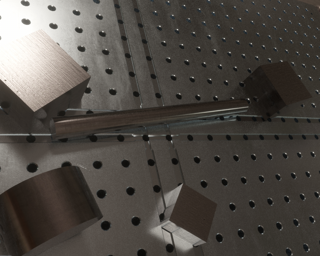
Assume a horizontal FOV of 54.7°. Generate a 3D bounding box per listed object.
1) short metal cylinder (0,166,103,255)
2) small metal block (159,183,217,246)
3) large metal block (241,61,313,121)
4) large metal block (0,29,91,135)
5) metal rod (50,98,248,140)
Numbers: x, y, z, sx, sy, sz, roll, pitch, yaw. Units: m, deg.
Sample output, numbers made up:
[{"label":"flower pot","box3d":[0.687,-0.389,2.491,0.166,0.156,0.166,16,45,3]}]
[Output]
[{"label":"short metal cylinder","box3d":[-0.098,0.075,0.275,0.081,0.080,0.050,-19,73,-36]},{"label":"small metal block","box3d":[0.034,0.102,0.366,0.050,0.025,0.050,33,51,-8]},{"label":"large metal block","box3d":[0.206,-0.067,0.547,0.081,0.050,0.080,-15,70,-35]},{"label":"large metal block","box3d":[-0.141,-0.054,0.350,0.080,0.050,0.080,44,51,2]},{"label":"metal rod","box3d":[0.008,-0.018,0.424,0.303,0.025,0.025,-8,66,-32]}]
